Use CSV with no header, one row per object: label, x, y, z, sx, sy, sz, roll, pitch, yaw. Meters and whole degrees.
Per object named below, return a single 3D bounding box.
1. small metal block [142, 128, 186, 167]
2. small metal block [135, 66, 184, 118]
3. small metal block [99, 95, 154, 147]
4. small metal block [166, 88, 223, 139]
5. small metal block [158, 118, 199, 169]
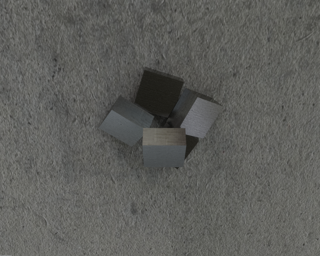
small metal block,0.005,0.025,0.382,0.050,0.025,0.050,0,143,-1
small metal block,-0.002,-0.045,0.395,0.050,0.025,0.050,16,109,-7
small metal block,-0.043,-0.007,0.395,0.050,0.025,0.050,31,143,-12
small metal block,0.044,-0.018,0.393,0.050,0.025,0.050,14,114,-41
small metal block,0.016,0.019,0.419,0.050,0.025,0.050,31,107,-11
